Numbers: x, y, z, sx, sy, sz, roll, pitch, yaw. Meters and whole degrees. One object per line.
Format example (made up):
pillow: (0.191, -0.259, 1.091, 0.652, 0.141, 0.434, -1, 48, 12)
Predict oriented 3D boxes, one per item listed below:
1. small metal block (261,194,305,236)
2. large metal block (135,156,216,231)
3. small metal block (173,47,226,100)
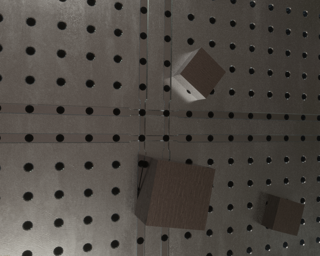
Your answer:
small metal block: (0.194, 0.137, 0.487, 0.050, 0.025, 0.050, 19, 84, -20)
large metal block: (0.019, 0.084, 0.408, 0.081, 0.050, 0.080, 12, 86, -20)
small metal block: (0.055, -0.075, 0.434, 0.050, 0.025, 0.050, 41, 77, -16)
